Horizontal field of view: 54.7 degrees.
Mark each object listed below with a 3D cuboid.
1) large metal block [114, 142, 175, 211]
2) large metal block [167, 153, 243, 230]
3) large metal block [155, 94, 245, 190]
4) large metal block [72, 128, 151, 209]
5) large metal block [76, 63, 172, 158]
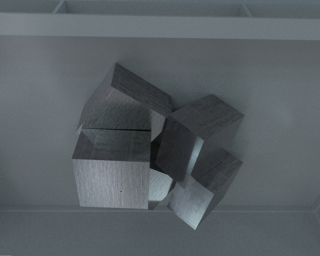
[{"bbox_3d":[-0.026,0.065,0.442,0.080,0.050,0.080,24,126,-19],"label":"large metal block"},{"bbox_3d":[0.062,0.080,0.431,0.050,0.081,0.079,35,133,22],"label":"large metal block"},{"bbox_3d":[0.047,0.015,0.376,0.081,0.050,0.079,-27,145,-40],"label":"large metal block"},{"bbox_3d":[-0.052,0.049,0.364,0.081,0.050,0.079,3,129,-1],"label":"large metal block"},{"bbox_3d":[-0.042,-0.017,0.376,0.080,0.050,0.080,29,124,-23],"label":"large metal block"}]
